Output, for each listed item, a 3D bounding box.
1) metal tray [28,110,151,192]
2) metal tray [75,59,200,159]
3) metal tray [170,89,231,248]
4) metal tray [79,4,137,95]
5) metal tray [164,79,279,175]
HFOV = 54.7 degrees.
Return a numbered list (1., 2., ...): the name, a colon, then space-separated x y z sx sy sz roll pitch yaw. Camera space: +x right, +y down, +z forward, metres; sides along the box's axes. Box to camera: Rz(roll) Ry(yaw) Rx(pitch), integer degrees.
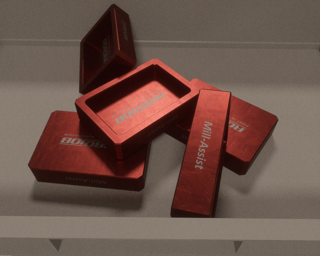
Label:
1. metal tray: -0.079 0.025 0.380 0.131 0.030 0.090 5 50 3
2. metal tray: -0.025 -0.030 0.386 0.131 0.030 0.090 -34 58 -25
3. metal tray: 0.044 0.038 0.300 0.030 0.090 0.130 8 58 14
4. metal tray: -0.081 -0.113 0.458 0.030 0.090 0.130 28 36 -37
5. metal tray: 0.075 -0.007 0.408 0.130 0.030 0.090 30 56 22
